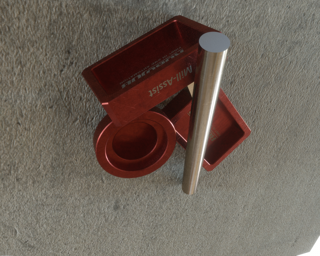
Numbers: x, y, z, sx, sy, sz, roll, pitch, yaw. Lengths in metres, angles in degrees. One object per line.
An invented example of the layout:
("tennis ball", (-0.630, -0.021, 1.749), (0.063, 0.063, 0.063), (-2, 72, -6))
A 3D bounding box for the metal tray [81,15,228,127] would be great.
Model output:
("metal tray", (-0.009, -0.065, 0.322), (0.131, 0.090, 0.030), (-33, 129, -8))

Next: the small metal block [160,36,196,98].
("small metal block", (0.029, -0.070, 0.360), (0.025, 0.050, 0.050), (-35, 144, -2))

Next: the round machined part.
("round machined part", (-0.033, 0.011, 0.383), (0.099, 0.042, 0.097), (-11, 125, -15))

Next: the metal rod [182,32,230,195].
("metal rod", (0.046, 0.013, 0.374), (0.025, 0.025, 0.299), (-24, 149, -14))

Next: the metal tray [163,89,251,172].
("metal tray", (0.066, -0.003, 0.441), (0.090, 0.030, 0.130), (-44, 130, 2))
